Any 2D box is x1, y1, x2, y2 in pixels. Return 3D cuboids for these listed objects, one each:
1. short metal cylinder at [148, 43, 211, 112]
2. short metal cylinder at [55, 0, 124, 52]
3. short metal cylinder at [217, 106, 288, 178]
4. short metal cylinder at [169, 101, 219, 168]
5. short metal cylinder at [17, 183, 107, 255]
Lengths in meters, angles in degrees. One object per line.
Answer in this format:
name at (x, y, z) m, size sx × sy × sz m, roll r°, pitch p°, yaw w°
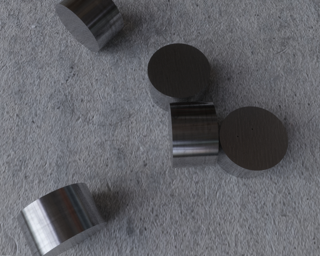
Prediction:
short metal cylinder at (0.024, -0.066, 0.419) m, size 0.081 × 0.050 × 0.080 m, roll 0°, pitch 70°, yaw 0°
short metal cylinder at (-0.098, -0.154, 0.434) m, size 0.080 × 0.080 × 0.050 m, roll 39°, pitch 75°, yaw 13°
short metal cylinder at (0.111, 0.019, 0.388) m, size 0.081 × 0.050 × 0.080 m, roll 0°, pitch 70°, yaw 0°
short metal cylinder at (0.038, 0.008, 0.376) m, size 0.050 × 0.080 × 0.080 m, roll -3°, pitch 70°, yaw -1°
short metal cylinder at (-0.106, 0.103, 0.340) m, size 0.080 × 0.080 × 0.050 m, roll -29°, pitch 73°, yaw -10°
